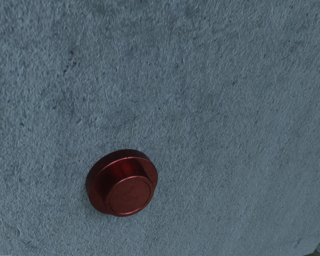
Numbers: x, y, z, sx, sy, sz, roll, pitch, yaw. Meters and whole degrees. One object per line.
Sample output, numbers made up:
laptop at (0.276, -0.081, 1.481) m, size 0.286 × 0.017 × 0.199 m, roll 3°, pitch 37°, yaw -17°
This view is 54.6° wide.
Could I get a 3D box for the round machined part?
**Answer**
round machined part at (-0.047, 0.081, 0.419) m, size 0.099 × 0.042 × 0.097 m, roll -14°, pitch 124°, yaw -21°
